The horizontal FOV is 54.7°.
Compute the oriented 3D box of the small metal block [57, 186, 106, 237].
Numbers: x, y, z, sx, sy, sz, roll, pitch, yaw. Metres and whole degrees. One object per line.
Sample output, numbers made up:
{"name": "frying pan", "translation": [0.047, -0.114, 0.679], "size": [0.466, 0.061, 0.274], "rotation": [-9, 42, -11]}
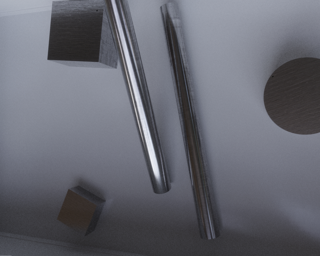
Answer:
{"name": "small metal block", "translation": [-0.114, 0.119, 0.449], "size": [0.050, 0.025, 0.050], "rotation": [25, 98, 18]}

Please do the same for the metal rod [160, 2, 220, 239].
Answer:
{"name": "metal rod", "translation": [0.037, -0.012, 0.396], "size": [0.025, 0.025, 0.298], "rotation": [-11, 86, 19]}

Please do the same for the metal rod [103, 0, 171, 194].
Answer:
{"name": "metal rod", "translation": [-0.028, -0.055, 0.355], "size": [0.025, 0.025, 0.298], "rotation": [-5, 113, 19]}

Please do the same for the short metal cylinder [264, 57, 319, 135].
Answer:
{"name": "short metal cylinder", "translation": [0.157, -0.033, 0.342], "size": [0.080, 0.050, 0.079], "rotation": [0, 90, 19]}

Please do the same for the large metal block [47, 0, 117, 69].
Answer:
{"name": "large metal block", "translation": [-0.104, -0.129, 0.433], "size": [0.080, 0.050, 0.079], "rotation": [7, 92, 19]}
